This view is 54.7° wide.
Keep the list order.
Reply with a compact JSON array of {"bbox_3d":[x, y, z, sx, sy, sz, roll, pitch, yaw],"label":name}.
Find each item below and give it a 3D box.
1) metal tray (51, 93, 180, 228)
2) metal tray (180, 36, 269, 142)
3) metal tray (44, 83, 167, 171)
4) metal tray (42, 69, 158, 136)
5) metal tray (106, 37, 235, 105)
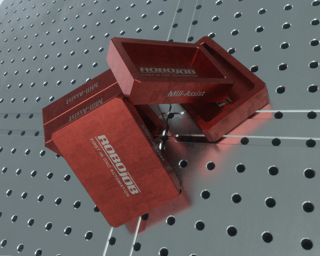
[{"bbox_3d":[-0.047,0.038,0.349,0.090,0.130,0.030,-29,11,10],"label":"metal tray"},{"bbox_3d":[0.064,-0.055,0.403,0.090,0.030,0.130,-37,51,3],"label":"metal tray"},{"bbox_3d":[-0.069,0.000,0.399,0.130,0.090,0.030,-29,52,10],"label":"metal tray"},{"bbox_3d":[-0.078,-0.022,0.418,0.130,0.090,0.030,-29,52,10],"label":"metal tray"},{"bbox_3d":[0.012,-0.069,0.370,0.131,0.030,0.090,-4,45,-29],"label":"metal tray"}]
